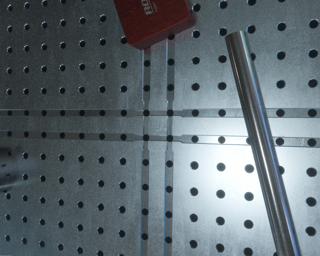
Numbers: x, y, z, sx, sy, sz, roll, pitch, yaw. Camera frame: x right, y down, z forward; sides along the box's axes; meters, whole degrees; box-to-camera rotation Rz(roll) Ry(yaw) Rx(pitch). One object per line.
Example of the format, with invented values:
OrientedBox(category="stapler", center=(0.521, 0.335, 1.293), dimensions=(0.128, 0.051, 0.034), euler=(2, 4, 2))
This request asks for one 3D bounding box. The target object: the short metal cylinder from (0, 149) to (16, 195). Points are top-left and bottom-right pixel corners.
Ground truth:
OrientedBox(category="short metal cylinder", center=(-0.283, 0.074, 0.499), dimensions=(0.080, 0.050, 0.080), euler=(0, 90, 20))

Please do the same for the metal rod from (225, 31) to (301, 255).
OrientedBox(category="metal rod", center=(0.124, 0.032, 0.368), dimensions=(0.025, 0.025, 0.298), euler=(-14, 85, 19))

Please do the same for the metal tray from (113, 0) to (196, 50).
OrientedBox(category="metal tray", center=(-0.017, -0.183, 0.416), dimensions=(0.090, 0.030, 0.129), euler=(-21, 83, 18))
